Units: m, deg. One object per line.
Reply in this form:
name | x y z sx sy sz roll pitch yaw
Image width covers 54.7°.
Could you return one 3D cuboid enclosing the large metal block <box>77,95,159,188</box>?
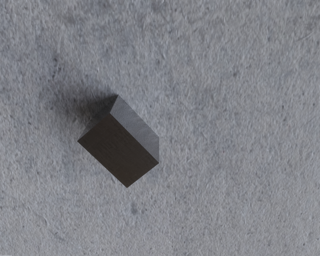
large metal block | -0.046 0.013 0.385 0.050 0.080 0.080 -39 106 13
